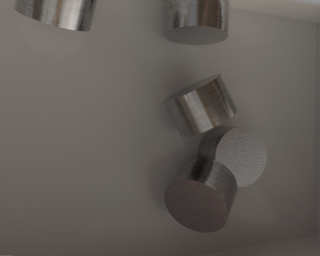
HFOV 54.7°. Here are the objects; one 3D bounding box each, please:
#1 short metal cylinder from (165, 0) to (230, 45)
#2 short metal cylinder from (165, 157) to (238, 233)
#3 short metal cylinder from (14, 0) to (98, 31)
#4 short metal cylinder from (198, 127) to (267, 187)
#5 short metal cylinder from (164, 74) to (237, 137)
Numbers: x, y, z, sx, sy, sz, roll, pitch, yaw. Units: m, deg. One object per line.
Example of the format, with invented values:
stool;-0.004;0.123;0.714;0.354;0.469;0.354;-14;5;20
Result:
short metal cylinder;0.048;-0.143;0.398;0.081;0.080;0.050;2;89;-20
short metal cylinder;0.053;0.084;0.393;0.080;0.080;0.050;58;35;-11
short metal cylinder;-0.109;-0.143;0.333;0.081;0.080;0.050;12;114;-20
short metal cylinder;0.100;0.038;0.434;0.081;0.050;0.080;0;90;-20
short metal cylinder;0.052;-0.030;0.400;0.080;0.080;0.050;-30;100;-17
